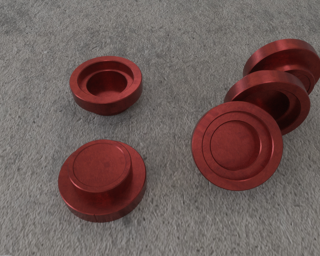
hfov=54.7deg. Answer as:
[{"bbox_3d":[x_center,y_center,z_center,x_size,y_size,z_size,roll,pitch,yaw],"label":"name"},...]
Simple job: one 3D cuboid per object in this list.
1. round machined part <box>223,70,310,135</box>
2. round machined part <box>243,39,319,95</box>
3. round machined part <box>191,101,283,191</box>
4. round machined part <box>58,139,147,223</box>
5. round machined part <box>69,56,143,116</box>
[{"bbox_3d":[0.128,-0.032,0.384,0.099,0.097,0.042,2,47,2],"label":"round machined part"},{"bbox_3d":[0.164,-0.065,0.412,0.099,0.097,0.042,0,50,0],"label":"round machined part"},{"bbox_3d":[0.084,0.019,0.355,0.099,0.042,0.097,0,90,1],"label":"round machined part"},{"bbox_3d":[-0.065,0.052,0.348,0.099,0.042,0.098,0,50,0],"label":"round machined part"},{"bbox_3d":[-0.073,-0.055,0.438,0.099,0.042,0.098,0,50,0],"label":"round machined part"}]
